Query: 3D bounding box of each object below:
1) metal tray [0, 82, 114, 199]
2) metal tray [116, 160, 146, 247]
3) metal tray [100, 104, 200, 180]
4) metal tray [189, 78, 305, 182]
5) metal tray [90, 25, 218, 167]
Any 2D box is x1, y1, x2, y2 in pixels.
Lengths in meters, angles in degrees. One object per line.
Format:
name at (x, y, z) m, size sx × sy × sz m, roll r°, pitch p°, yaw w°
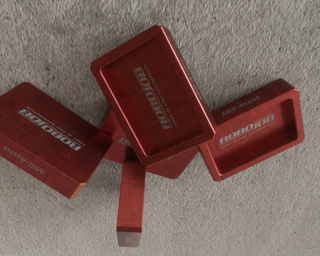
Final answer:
metal tray at (-0.128, 0.010, 0.353) m, size 0.130 × 0.090 × 0.030 m, roll 35°, pitch 123°, yaw -6°
metal tray at (-0.040, 0.111, 0.434) m, size 0.030 × 0.090 × 0.129 m, roll 5°, pitch 151°, yaw -4°
metal tray at (-0.016, 0.016, 0.419) m, size 0.131 × 0.030 × 0.089 m, roll 20°, pitch 127°, yaw -17°
metal tray at (0.111, 0.006, 0.390) m, size 0.130 × 0.030 × 0.090 m, roll -26°, pitch 127°, yaw 2°
metal tray at (-0.006, -0.033, 0.339) m, size 0.090 × 0.030 × 0.130 m, roll -25°, pitch 97°, yaw 19°
